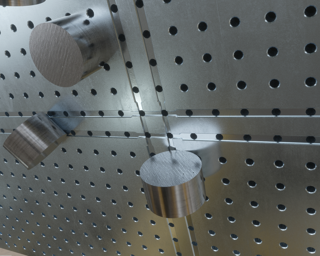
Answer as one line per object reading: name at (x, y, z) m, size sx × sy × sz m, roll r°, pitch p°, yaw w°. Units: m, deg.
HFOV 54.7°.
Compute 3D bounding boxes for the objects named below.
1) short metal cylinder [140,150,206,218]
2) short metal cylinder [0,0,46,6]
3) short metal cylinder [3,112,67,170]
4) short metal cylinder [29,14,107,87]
short metal cylinder at (0.018, 0.072, 0.410) m, size 0.080 × 0.080 × 0.050 m, roll 3°, pitch 120°, yaw 26°
short metal cylinder at (-0.176, -0.177, 0.356) m, size 0.080 × 0.080 × 0.050 m, roll 20°, pitch 126°, yaw 16°
short metal cylinder at (-0.195, 0.020, 0.488) m, size 0.050 × 0.080 × 0.080 m, roll 45°, pitch 129°, yaw -4°
short metal cylinder at (-0.116, -0.098, 0.393) m, size 0.080 × 0.050 × 0.079 m, roll 13°, pitch 124°, yaw 20°
